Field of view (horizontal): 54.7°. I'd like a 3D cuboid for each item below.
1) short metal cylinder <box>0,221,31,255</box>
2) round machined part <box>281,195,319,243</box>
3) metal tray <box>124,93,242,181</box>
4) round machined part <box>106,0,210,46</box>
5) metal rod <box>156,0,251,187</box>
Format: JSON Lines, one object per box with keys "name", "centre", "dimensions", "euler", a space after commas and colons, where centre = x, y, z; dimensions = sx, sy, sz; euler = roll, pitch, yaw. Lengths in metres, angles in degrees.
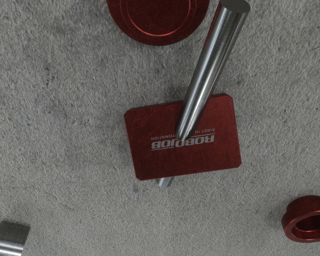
{"name": "short metal cylinder", "centre": [-0.268, 0.210, 0.546], "dimensions": [0.050, 0.080, 0.079], "euler": [19, 127, -16]}
{"name": "round machined part", "centre": [0.258, 0.152, 0.530], "dimensions": [0.099, 0.042, 0.097], "euler": [-1, 130, 0]}
{"name": "metal tray", "centre": [0.029, 0.011, 0.386], "dimensions": [0.131, 0.030, 0.089], "euler": [-9, 99, 7]}
{"name": "round machined part", "centre": [-0.002, -0.122, 0.292], "dimensions": [0.099, 0.042, 0.097], "euler": [-1, 130, 0]}
{"name": "metal rod", "centre": [0.033, -0.009, 0.360], "dimensions": [0.025, 0.025, 0.298], "euler": [8, 142, -7]}
